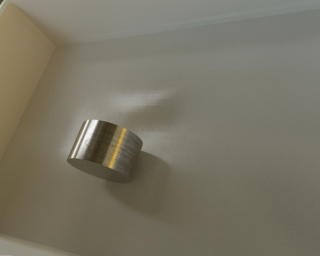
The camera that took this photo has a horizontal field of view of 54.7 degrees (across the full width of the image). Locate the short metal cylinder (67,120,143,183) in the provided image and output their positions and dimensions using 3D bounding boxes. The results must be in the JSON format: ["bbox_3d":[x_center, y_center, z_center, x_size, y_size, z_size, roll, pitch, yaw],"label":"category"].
[{"bbox_3d":[-0.067,0.031,0.385,0.080,0.080,0.050,4,64,30],"label":"short metal cylinder"}]
